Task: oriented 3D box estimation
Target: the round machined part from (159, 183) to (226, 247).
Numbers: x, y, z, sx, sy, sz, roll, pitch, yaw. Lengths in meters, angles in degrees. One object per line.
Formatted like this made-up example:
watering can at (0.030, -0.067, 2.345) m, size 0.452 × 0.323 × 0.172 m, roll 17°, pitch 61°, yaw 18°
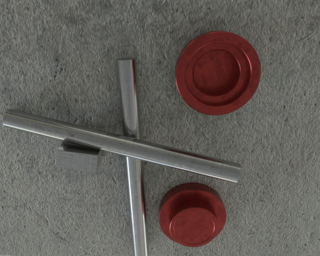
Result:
round machined part at (0.047, 0.132, 0.450) m, size 0.099 × 0.042 × 0.097 m, roll 0°, pitch 110°, yaw 0°

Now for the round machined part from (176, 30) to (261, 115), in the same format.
round machined part at (0.067, -0.068, 0.376) m, size 0.099 × 0.042 × 0.097 m, roll 0°, pitch 110°, yaw 0°

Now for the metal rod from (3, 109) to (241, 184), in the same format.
metal rod at (-0.051, 0.021, 0.391) m, size 0.301 × 0.025 × 0.025 m, roll 13°, pitch 110°, yaw 5°

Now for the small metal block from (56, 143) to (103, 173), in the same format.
small metal block at (-0.103, 0.033, 0.408) m, size 0.050 × 0.050 × 0.025 m, roll 7°, pitch 110°, yaw -3°

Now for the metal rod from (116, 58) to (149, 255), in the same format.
metal rod at (-0.035, 0.055, 0.429) m, size 0.025 × 0.025 × 0.298 m, roll -2°, pitch 110°, yaw 1°
